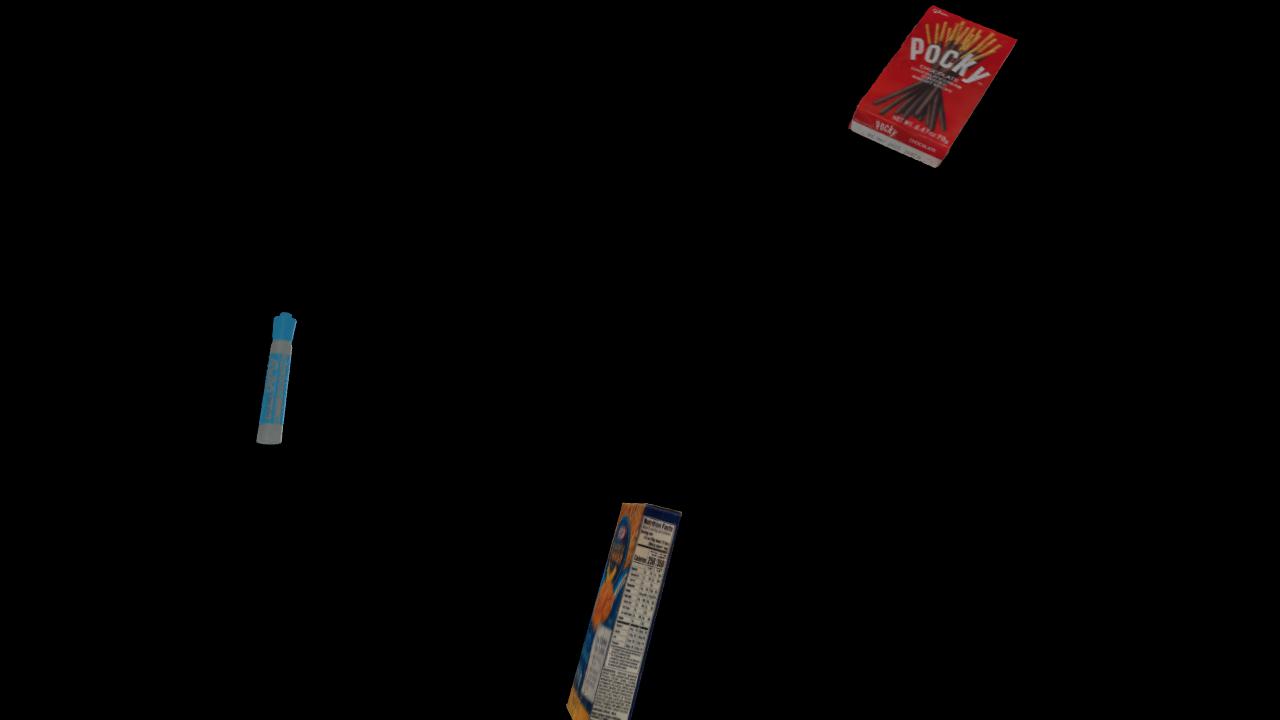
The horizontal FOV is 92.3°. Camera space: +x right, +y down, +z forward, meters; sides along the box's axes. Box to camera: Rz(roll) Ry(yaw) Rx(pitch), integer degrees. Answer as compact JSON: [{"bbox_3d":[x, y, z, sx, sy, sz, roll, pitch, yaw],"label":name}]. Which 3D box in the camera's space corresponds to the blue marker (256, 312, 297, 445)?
[{"bbox_3d":[-0.324,0.014,0.550,0.020,0.121,0.020,-3,-18,-1],"label":"blue marker"}]

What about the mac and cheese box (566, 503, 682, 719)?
[{"bbox_3d":[-0.015,0.218,0.531,0.041,0.184,0.093,18,-17,-8],"label":"mac and cheese box"}]

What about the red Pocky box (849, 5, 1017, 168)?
[{"bbox_3d":[0.251,-0.237,0.525,0.083,0.155,0.028,31,-21,15],"label":"red Pocky box"}]
